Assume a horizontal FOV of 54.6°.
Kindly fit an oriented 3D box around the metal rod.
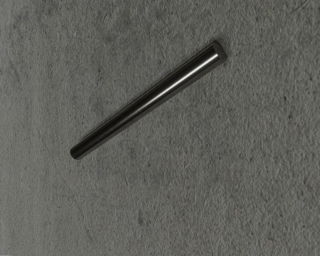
[{"bbox_3d":[-0.036,-0.022,0.435,0.299,0.025,0.025,-32,70,35],"label":"metal rod"}]
